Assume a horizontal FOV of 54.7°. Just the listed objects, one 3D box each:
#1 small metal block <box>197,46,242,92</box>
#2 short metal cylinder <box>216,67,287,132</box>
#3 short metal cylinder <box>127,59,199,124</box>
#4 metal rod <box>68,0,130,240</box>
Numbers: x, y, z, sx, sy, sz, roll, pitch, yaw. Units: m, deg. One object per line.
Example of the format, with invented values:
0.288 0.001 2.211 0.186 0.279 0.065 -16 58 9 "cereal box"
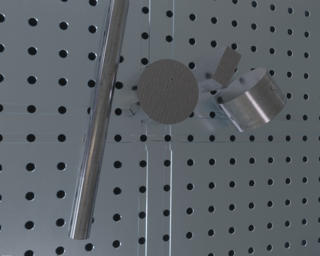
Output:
0.080 -0.080 0.429 0.025 0.050 0.050 28 81 -18 "small metal block"
0.125 -0.040 0.430 0.080 0.080 0.050 -43 104 -15 "short metal cylinder"
0.003 -0.044 0.400 0.081 0.050 0.079 0 90 -20 "short metal cylinder"
-0.075 -0.015 0.385 0.025 0.025 0.298 10 87 -20 "metal rod"
